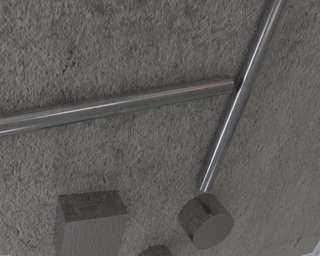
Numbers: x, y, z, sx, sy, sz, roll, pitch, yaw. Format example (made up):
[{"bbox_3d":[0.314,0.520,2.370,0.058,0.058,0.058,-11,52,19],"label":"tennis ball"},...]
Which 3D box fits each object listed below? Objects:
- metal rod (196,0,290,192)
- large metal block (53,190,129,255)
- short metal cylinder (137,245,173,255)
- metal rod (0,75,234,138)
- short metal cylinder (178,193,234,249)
[{"bbox_3d":[0.111,-0.034,0.445,0.025,0.025,0.298,3,117,-30],"label":"metal rod"},{"bbox_3d":[-0.096,0.135,0.422,0.081,0.050,0.079,0,118,-29],"label":"large metal block"},{"bbox_3d":[-0.006,0.255,0.545,0.081,0.050,0.079,-14,124,-21],"label":"short metal cylinder"},{"bbox_3d":[-0.044,-0.029,0.364,0.302,0.025,0.025,-13,124,-22],"label":"metal rod"},{"bbox_3d":[0.079,0.160,0.533,0.081,0.050,0.079,-14,124,-21],"label":"short metal cylinder"}]
